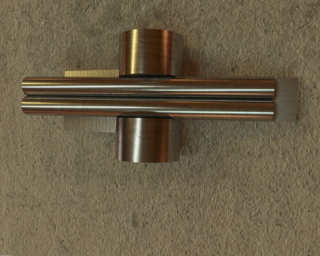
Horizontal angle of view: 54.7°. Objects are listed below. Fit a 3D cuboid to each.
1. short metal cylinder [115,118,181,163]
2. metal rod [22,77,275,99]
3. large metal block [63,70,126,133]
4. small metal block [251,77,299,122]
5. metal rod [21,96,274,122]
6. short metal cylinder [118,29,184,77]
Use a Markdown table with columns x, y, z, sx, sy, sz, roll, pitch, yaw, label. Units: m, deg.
| x | y | z | sx | sy | sz | roll | pitch | yaw | label |
| --- | --- | --- | --- | --- | --- | --- | --- | --- | --- |
| -0.015 | 0.013 | 0.386 | 0.080 | 0.080 | 0.050 | 2 | 91 | 20 | short metal cylinder |
| -0.023 | -0.049 | 0.371 | 0.301 | 0.025 | 0.025 | 2 | 91 | 12 | metal rod |
| -0.082 | -0.035 | 0.426 | 0.080 | 0.050 | 0.080 | 2 | 91 | 20 | large metal block |
| 0.133 | -0.033 | 0.363 | 0.050 | 0.025 | 0.050 | 3 | 91 | 20 | small metal block |
| -0.024 | -0.024 | 0.371 | 0.301 | 0.025 | 0.025 | 2 | 91 | 12 | metal rod |
| -0.011 | -0.086 | 0.385 | 0.080 | 0.080 | 0.050 | 2 | 91 | 20 | short metal cylinder |
